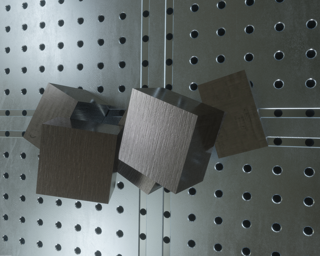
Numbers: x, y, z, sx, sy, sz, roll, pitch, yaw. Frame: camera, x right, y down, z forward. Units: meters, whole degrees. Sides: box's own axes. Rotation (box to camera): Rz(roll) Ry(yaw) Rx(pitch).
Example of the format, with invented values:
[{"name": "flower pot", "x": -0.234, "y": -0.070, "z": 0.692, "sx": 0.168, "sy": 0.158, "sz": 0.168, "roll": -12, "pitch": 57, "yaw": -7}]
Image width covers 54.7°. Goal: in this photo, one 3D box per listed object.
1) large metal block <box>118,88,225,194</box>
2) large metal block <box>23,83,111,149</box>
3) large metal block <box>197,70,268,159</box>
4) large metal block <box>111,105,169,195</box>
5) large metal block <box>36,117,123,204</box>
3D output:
[{"name": "large metal block", "x": 0.009, "y": 0.008, "z": 0.321, "sx": 0.080, "sy": 0.050, "sz": 0.079, "roll": 26, "pitch": 112, "yaw": 33}, {"name": "large metal block", "x": -0.125, "y": -0.010, "z": 0.425, "sx": 0.050, "sy": 0.080, "sz": 0.080, "roll": 31, "pitch": 100, "yaw": 17}, {"name": "large metal block", "x": 0.086, "y": -0.014, "z": 0.352, "sx": 0.050, "sy": 0.080, "sz": 0.080, "roll": -17, "pitch": 85, "yaw": 19}, {"name": "large metal block", "x": -0.018, "y": 0.026, "z": 0.404, "sx": 0.080, "sy": 0.050, "sz": 0.080, "roll": 34, "pitch": 101, "yaw": 16}, {"name": "large metal block", "x": -0.091, "y": 0.035, "z": 0.360, "sx": 0.081, "sy": 0.050, "sz": 0.079, "roll": 9, "pitch": 100, "yaw": -2}]
